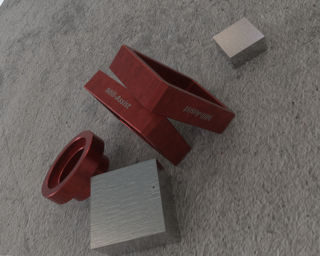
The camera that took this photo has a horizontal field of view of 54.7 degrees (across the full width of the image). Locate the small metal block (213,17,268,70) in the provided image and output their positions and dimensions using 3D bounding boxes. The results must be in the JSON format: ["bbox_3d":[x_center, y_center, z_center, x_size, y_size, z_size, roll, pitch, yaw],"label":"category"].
[{"bbox_3d":[0.107,-0.114,0.418,0.050,0.025,0.050,-32,52,7],"label":"small metal block"}]

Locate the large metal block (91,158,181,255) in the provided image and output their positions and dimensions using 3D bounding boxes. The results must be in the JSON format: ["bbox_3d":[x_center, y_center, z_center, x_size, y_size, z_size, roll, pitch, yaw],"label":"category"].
[{"bbox_3d":[-0.028,0.089,0.344,0.080,0.050,0.080,-18,55,12],"label":"large metal block"}]

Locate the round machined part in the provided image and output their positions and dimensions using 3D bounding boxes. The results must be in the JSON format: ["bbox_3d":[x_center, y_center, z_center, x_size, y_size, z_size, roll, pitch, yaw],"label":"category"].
[{"bbox_3d":[-0.103,0.054,0.398,0.098,0.042,0.098,-36,30,25],"label":"round machined part"}]

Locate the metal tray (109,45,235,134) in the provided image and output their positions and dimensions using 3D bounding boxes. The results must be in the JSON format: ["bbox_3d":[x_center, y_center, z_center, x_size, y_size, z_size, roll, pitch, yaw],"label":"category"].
[{"bbox_3d":[0.017,-0.041,0.351,0.030,0.131,0.090,-56,49,17],"label":"metal tray"}]

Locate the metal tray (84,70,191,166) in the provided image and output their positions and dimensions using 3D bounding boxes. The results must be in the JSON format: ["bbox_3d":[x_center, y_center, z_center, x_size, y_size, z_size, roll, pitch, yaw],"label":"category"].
[{"bbox_3d":[-0.029,-0.013,0.385,0.030,0.090,0.130,-49,52,-6],"label":"metal tray"}]
